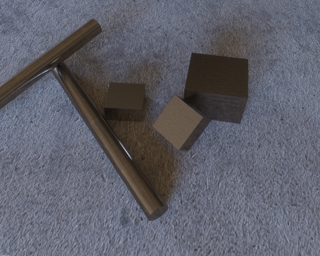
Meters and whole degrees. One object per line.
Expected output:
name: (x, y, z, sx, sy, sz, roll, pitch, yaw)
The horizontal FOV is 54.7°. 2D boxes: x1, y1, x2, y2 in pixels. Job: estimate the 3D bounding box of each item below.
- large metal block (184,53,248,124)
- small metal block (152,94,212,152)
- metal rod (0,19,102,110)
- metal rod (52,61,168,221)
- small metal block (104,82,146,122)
large metal block: (0.078, -0.057, 0.436, 0.080, 0.050, 0.080, 8, 50, 6)
small metal block: (0.027, -0.006, 0.391, 0.050, 0.025, 0.050, 43, 105, 29)
metal rod: (-0.196, -0.062, 0.428, 0.025, 0.025, 0.301, 32, 64, 24)
metal rod: (-0.083, -0.007, 0.407, 0.025, 0.025, 0.300, -26, 55, -21)
small metal block: (-0.048, -0.037, 0.434, 0.050, 0.025, 0.050, 3, 50, 2)
